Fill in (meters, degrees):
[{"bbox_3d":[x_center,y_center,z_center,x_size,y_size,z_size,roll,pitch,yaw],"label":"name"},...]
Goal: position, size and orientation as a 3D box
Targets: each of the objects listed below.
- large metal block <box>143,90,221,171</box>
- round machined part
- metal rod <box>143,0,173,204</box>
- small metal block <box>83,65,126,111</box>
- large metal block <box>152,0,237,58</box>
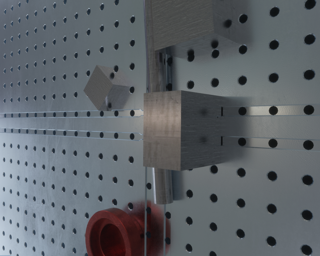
[{"bbox_3d":[0.027,0.002,0.351,0.050,0.081,0.079,1,91,40],"label":"large metal block"},{"bbox_3d":[-0.061,0.165,0.449,0.098,0.042,0.097,0,90,40],"label":"round machined part"},{"bbox_3d":[-0.003,-0.051,0.412,0.025,0.025,0.298,-5,87,40],"label":"metal rod"},{"bbox_3d":[-0.087,-0.062,0.481,0.050,0.025,0.050,49,119,28],"label":"small metal block"},{"bbox_3d":[0.038,-0.134,0.362,0.080,0.050,0.080,-6,86,40],"label":"large metal block"}]
